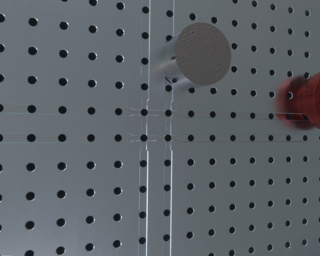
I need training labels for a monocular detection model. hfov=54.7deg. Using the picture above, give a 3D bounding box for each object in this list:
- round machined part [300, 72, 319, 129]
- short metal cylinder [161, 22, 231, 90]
[{"bbox_3d":[0.270,-0.044,0.503,0.099,0.042,0.097,0,90,-20],"label":"round machined part"},{"bbox_3d":[0.047,-0.094,0.417,0.081,0.050,0.079,0,90,-20],"label":"short metal cylinder"}]
